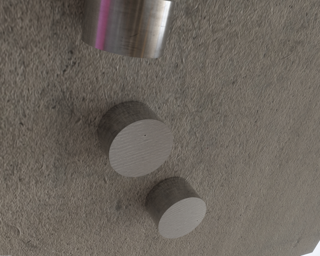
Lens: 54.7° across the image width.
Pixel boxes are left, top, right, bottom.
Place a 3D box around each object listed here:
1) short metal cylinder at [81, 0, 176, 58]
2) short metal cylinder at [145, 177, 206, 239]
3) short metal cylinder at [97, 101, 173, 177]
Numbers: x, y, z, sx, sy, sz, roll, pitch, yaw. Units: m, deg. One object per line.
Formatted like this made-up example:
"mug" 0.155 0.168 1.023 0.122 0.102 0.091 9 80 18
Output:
"short metal cylinder" -0.030 -0.102 0.291 0.081 0.080 0.050 -1 119 -28
"short metal cylinder" 0.024 0.123 0.479 0.081 0.050 0.079 -14 124 -21
"short metal cylinder" -0.031 0.013 0.382 0.081 0.050 0.079 -14 124 -21
